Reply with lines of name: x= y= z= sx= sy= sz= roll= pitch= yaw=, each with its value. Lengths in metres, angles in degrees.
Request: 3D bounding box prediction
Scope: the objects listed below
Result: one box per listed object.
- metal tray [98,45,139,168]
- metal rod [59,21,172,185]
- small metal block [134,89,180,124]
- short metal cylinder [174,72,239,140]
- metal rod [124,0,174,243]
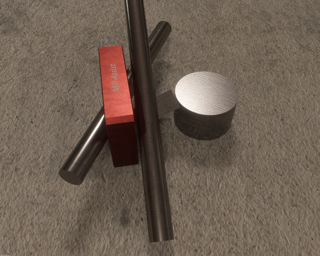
metal tray: x=-0.052 y=-0.029 z=0.384 sx=0.030 sy=0.089 sz=0.130 roll=-8 pitch=51 yaw=-7
metal rod: x=-0.041 y=-0.056 z=0.401 sx=0.025 sy=0.025 sz=0.301 roll=15 pitch=49 yaw=11
small metal block: x=-0.007 y=-0.024 z=0.399 sx=0.050 sy=0.050 sz=0.025 roll=-28 pitch=92 yaw=-10
short metal cylinder: x=0.059 y=-0.030 z=0.413 sx=0.081 sy=0.050 sz=0.080 roll=1 pitch=50 yaw=0
metal rod: x=-0.016 y=-0.028 z=0.357 sx=0.025 sy=0.025 sz=0.299 roll=-6 pitch=72 yaw=-5
